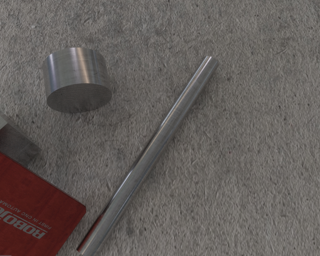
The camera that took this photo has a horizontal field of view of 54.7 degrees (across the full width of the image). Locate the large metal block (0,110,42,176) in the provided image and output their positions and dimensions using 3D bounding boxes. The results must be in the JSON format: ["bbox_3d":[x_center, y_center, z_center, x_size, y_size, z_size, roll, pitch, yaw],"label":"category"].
[{"bbox_3d":[-0.202,0.006,0.370,0.080,0.080,0.050,37,74,21],"label":"large metal block"}]

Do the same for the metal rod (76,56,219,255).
[{"bbox_3d":[-0.006,0.025,0.398,0.025,0.025,0.300,30,73,10],"label":"metal rod"}]

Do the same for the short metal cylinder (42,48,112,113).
[{"bbox_3d":[-0.106,-0.059,0.400,0.081,0.080,0.050,-12,71,-5],"label":"short metal cylinder"}]

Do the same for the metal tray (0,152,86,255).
[{"bbox_3d":[-0.156,0.090,0.328,0.130,0.030,0.090,45,70,-32],"label":"metal tray"}]
